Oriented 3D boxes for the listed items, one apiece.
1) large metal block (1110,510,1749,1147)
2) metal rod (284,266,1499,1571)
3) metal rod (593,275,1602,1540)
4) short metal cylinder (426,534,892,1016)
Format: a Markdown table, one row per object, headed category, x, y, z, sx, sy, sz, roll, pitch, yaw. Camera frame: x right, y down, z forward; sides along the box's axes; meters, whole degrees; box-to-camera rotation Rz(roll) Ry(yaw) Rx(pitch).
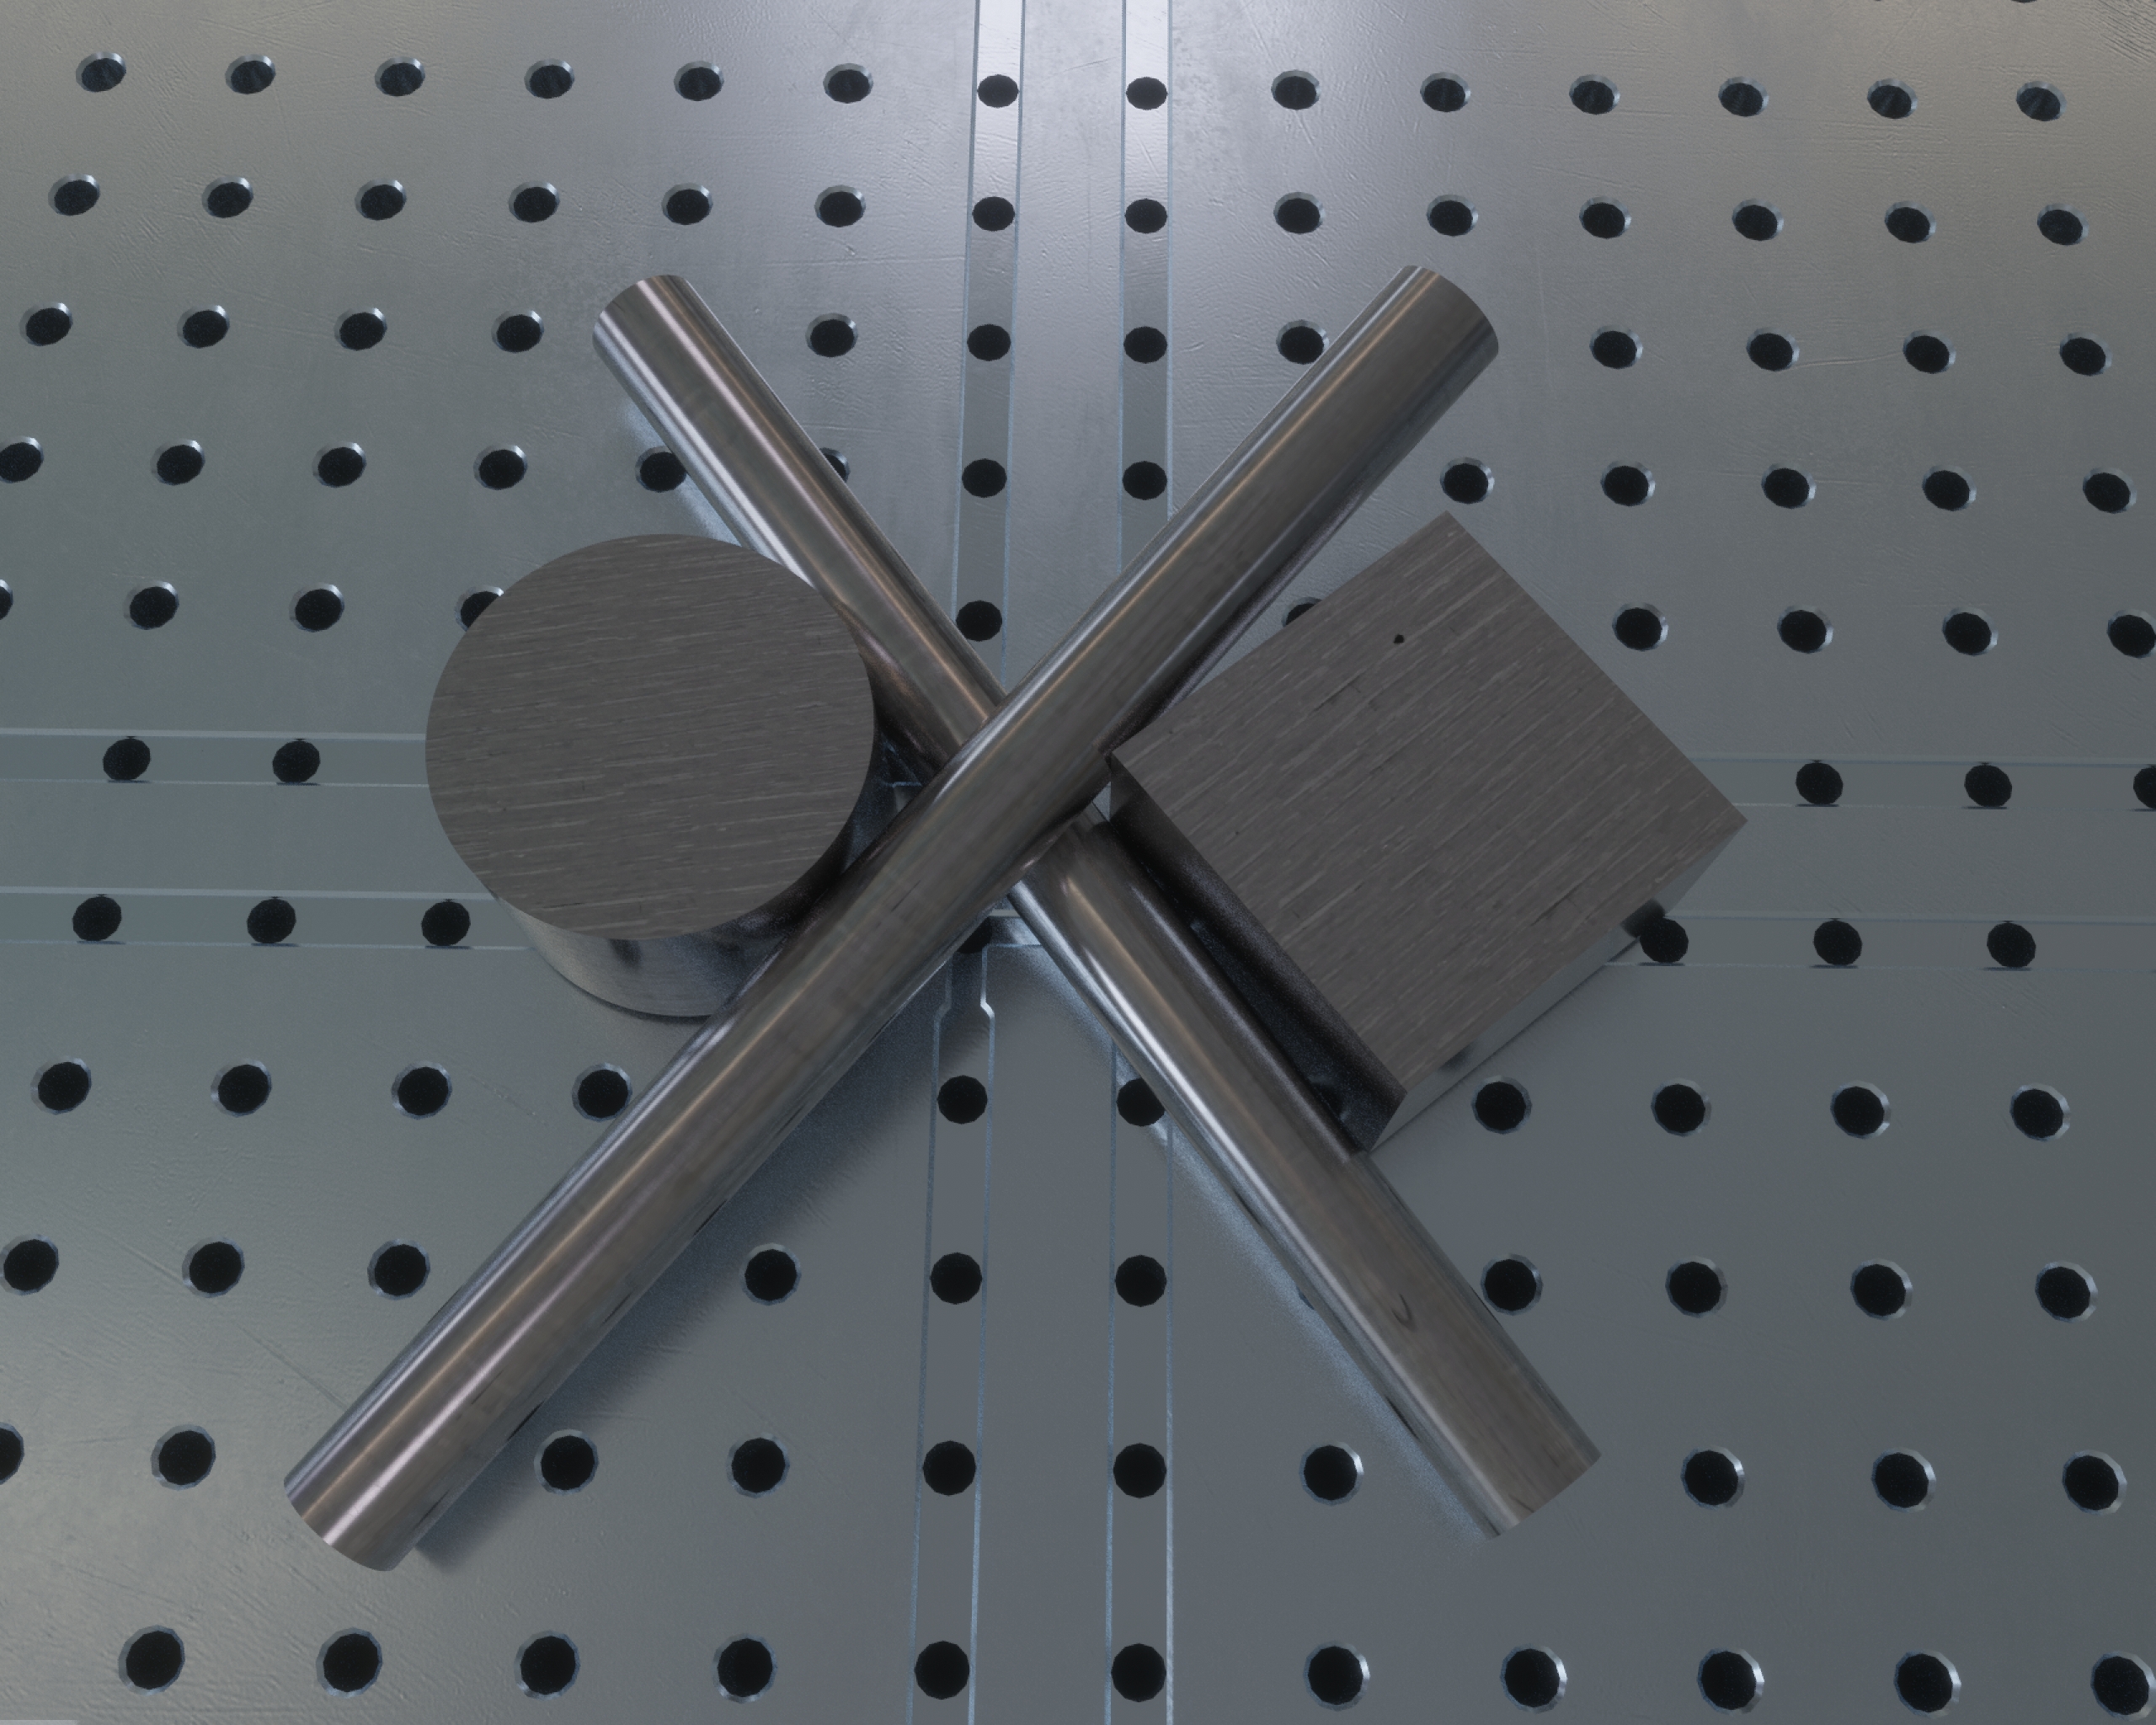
| category | x | y | z | sx | sy | sz | roll | pitch | yaw |
| --- | --- | --- | --- | --- | --- | --- | --- | --- | --- |
| large metal block | 0.063 | -0.005 | 0.396 | 0.080 | 0.050 | 0.080 | -37 | 74 | -12 |
| metal rod | -0.029 | 0.005 | 0.383 | 0.025 | 0.025 | 0.300 | 41 | 83 | 13 |
| metal rod | -0.006 | -0.003 | 0.408 | 0.025 | 0.025 | 0.300 | -34 | 74 | -12 |
| short metal cylinder | -0.077 | -0.016 | 0.400 | 0.081 | 0.050 | 0.080 | 0 | 70 | 0 |
